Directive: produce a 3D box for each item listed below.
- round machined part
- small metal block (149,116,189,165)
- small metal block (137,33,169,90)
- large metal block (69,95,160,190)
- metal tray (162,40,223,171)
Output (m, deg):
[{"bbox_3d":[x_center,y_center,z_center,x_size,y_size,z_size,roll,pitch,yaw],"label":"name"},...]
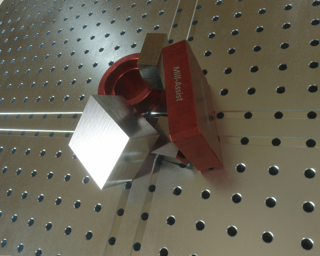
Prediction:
[{"bbox_3d":[-0.037,-0.058,0.450,0.098,0.042,0.098,-13,56,20],"label":"round machined part"},{"bbox_3d":[0.016,0.015,0.383,0.050,0.025,0.050,8,69,43],"label":"small metal block"},{"bbox_3d":[-0.005,-0.083,0.392,0.025,0.050,0.050,7,63,16],"label":"small metal block"},{"bbox_3d":[-0.059,0.015,0.383,0.080,0.050,0.079,46,120,28],"label":"large metal block"},{"bbox_3d":[0.038,-0.027,0.362,0.030,0.090,0.130,-16,55,19],"label":"metal tray"}]
